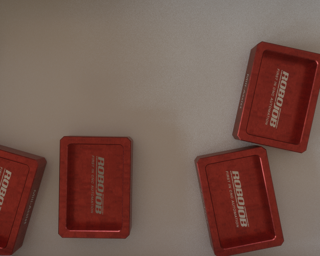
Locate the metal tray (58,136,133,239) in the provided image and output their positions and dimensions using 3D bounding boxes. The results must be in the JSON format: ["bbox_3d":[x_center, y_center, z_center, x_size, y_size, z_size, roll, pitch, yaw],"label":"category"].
[{"bbox_3d":[-0.083,0.076,0.408,0.091,0.030,0.129,1,90,0],"label":"metal tray"}]

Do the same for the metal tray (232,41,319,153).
[{"bbox_3d":[0.156,-0.039,0.409,0.091,0.030,0.129,12,90,0],"label":"metal tray"}]

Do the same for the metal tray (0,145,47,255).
[{"bbox_3d":[-0.214,0.091,0.407,0.090,0.030,0.129,16,90,0],"label":"metal tray"}]

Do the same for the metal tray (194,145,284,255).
[{"bbox_3d":[0.103,0.094,0.409,0.091,0.030,0.129,-11,90,0],"label":"metal tray"}]
